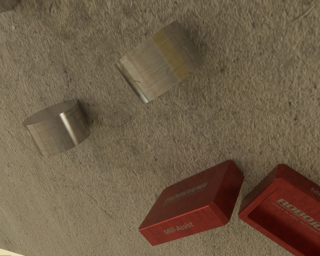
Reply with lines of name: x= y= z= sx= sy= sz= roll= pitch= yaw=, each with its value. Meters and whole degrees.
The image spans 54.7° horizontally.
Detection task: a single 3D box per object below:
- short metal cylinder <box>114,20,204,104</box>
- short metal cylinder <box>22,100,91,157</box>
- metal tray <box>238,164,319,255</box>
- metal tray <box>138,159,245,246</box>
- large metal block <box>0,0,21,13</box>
short metal cylinder: x=-0.001 y=-0.069 z=0.329 sx=0.080 sy=0.080 sz=0.050 roll=-27 pitch=104 yaw=37
short metal cylinder: x=-0.148 y=-0.001 z=0.449 sx=0.080 sy=0.080 sz=0.050 roll=-6 pitch=115 yaw=31
metal tray: x=0.176 y=0.113 z=0.380 sx=0.130 sy=0.030 sz=0.089 roll=33 pitch=129 yaw=6
metal tray: x=0.040 y=0.098 z=0.404 sx=0.130 sy=0.090 sz=0.030 roll=-32 pitch=100 yaw=38
large metal block: x=-0.206 y=-0.197 z=0.378 sx=0.080 sy=0.050 sz=0.080 roll=-22 pitch=107 yaw=36
